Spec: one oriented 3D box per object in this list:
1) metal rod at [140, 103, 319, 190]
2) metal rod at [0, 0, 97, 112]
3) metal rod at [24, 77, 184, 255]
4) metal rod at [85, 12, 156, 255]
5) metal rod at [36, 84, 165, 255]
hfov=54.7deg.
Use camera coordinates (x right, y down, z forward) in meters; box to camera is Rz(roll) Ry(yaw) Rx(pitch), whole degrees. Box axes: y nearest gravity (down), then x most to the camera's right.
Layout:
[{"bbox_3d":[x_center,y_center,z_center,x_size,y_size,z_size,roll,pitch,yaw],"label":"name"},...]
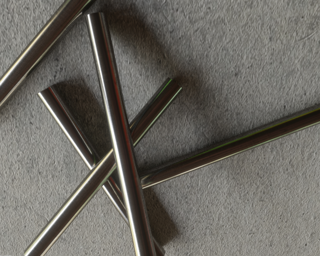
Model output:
[{"bbox_3d":[0.102,0.024,0.419,0.301,0.025,0.025,-22,109,7],"label":"metal rod"},{"bbox_3d":[-0.140,-0.100,0.371,0.299,0.025,0.025,-43,105,14],"label":"metal rod"},{"bbox_3d":[-0.076,0.058,0.404,0.025,0.025,0.299,39,96,-13],"label":"metal rod"},{"bbox_3d":[-0.046,0.015,0.372,0.025,0.025,0.298,-11,94,4],"label":"metal rod"},{"bbox_3d":[-0.074,0.074,0.436,0.025,0.025,0.299,-27,108,9],"label":"metal rod"}]
